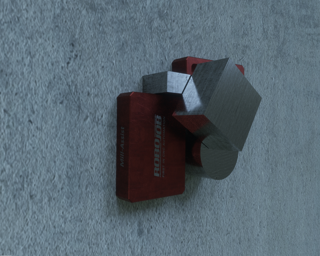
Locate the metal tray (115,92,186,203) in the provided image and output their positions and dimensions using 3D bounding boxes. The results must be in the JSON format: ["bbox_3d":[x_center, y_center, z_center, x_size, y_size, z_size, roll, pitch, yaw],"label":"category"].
[{"bbox_3d":[-0.010,0.023,0.396,0.091,0.030,0.129,1,90,-40],"label":"metal tray"}]

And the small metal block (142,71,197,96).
[{"bbox_3d":[0.012,-0.055,0.400,0.050,0.050,0.025,1,90,-40],"label":"small metal block"}]

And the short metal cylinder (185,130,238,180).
[{"bbox_3d":[0.068,0.032,0.446,0.081,0.050,0.080,0,91,-39],"label":"short metal cylinder"}]

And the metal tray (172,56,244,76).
[{"bbox_3d":[0.077,-0.054,0.466,0.131,0.030,0.089,-2,92,-40],"label":"metal tray"}]

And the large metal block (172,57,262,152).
[{"bbox_3d":[0.073,-0.027,0.384,0.080,0.050,0.080,40,66,-33],"label":"large metal block"}]
